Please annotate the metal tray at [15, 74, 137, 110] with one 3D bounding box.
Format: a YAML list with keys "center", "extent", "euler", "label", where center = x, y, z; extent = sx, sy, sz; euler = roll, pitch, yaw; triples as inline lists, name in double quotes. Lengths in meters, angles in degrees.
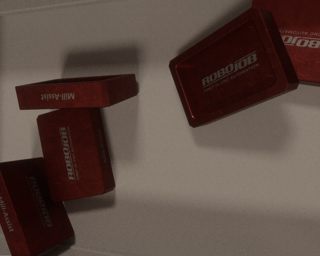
- center: [-0.107, -0.049, 0.409]
  extent: [0.130, 0.090, 0.030]
  euler: [0, 105, 19]
  label: "metal tray"

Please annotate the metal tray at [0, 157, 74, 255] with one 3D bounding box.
- center: [-0.182, 0.109, 0.438]
  extent: [0.030, 0.090, 0.129]
  euler: [-27, 81, 18]
  label: "metal tray"

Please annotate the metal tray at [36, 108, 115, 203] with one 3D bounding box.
- center: [-0.123, 0.035, 0.450]
  extent: [0.090, 0.030, 0.129]
  euler: [-14, 86, 19]
  label: "metal tray"

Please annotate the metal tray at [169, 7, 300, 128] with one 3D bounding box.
- center: [0.076, -0.062, 0.352]
  extent: [0.130, 0.030, 0.090]
  euler: [-24, 81, 44]
  label: "metal tray"

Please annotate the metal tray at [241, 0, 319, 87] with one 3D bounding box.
- center: [0.165, -0.096, 0.350]
  extent: [0.130, 0.030, 0.089]
  euler: [12, 94, 19]
  label: "metal tray"
